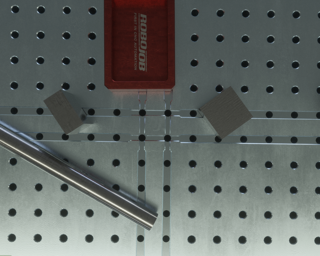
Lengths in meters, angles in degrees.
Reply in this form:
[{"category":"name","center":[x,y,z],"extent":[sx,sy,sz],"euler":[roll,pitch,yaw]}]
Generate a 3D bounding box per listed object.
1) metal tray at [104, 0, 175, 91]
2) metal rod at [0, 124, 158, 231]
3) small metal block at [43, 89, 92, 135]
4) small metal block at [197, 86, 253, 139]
[{"category":"metal tray","center":[-0.026,-0.114,0.410],"extent":[0.091,0.030,0.129],"euler":[0,90,-1]},{"category":"metal rod","center":[-0.139,0.051,0.411],"extent":[0.301,0.025,0.025],"euler":[30,90,-1]},{"category":"small metal block","center":[-0.117,-0.019,0.399],"extent":[0.025,0.050,0.050],"euler":[-34,90,0]},{"category":"small metal block","center":[0.086,-0.020,0.415],"extent":[0.050,0.025,0.050],"euler":[-36,90,0]}]
